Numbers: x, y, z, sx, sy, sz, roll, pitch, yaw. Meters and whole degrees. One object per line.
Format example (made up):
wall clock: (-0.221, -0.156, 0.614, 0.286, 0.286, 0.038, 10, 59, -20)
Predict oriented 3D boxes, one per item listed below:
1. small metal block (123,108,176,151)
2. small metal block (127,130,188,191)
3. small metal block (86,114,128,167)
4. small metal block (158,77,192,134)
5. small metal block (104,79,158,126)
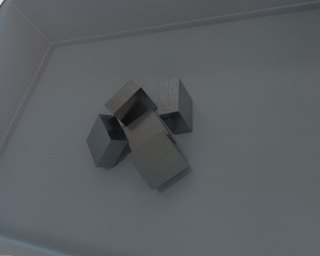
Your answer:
small metal block: (-0.016, 0.011, 0.403, 0.050, 0.025, 0.050, -36, 51, 4)
small metal block: (-0.002, 0.037, 0.364, 0.050, 0.025, 0.050, -35, 88, 4)
small metal block: (-0.072, 0.017, 0.414, 0.050, 0.025, 0.050, -58, 45, 29)
small metal block: (0.021, -0.027, 0.391, 0.025, 0.050, 0.050, -10, 57, 21)
small metal block: (-0.039, -0.030, 0.424, 0.050, 0.050, 0.025, -45, 51, -3)
